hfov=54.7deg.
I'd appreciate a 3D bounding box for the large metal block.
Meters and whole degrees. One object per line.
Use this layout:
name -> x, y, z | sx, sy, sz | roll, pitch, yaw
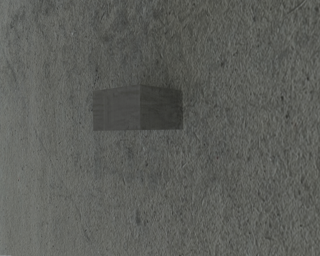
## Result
large metal block -> -0.027, -0.022, 0.391 | 0.080, 0.081, 0.050 | -1, 89, 39
